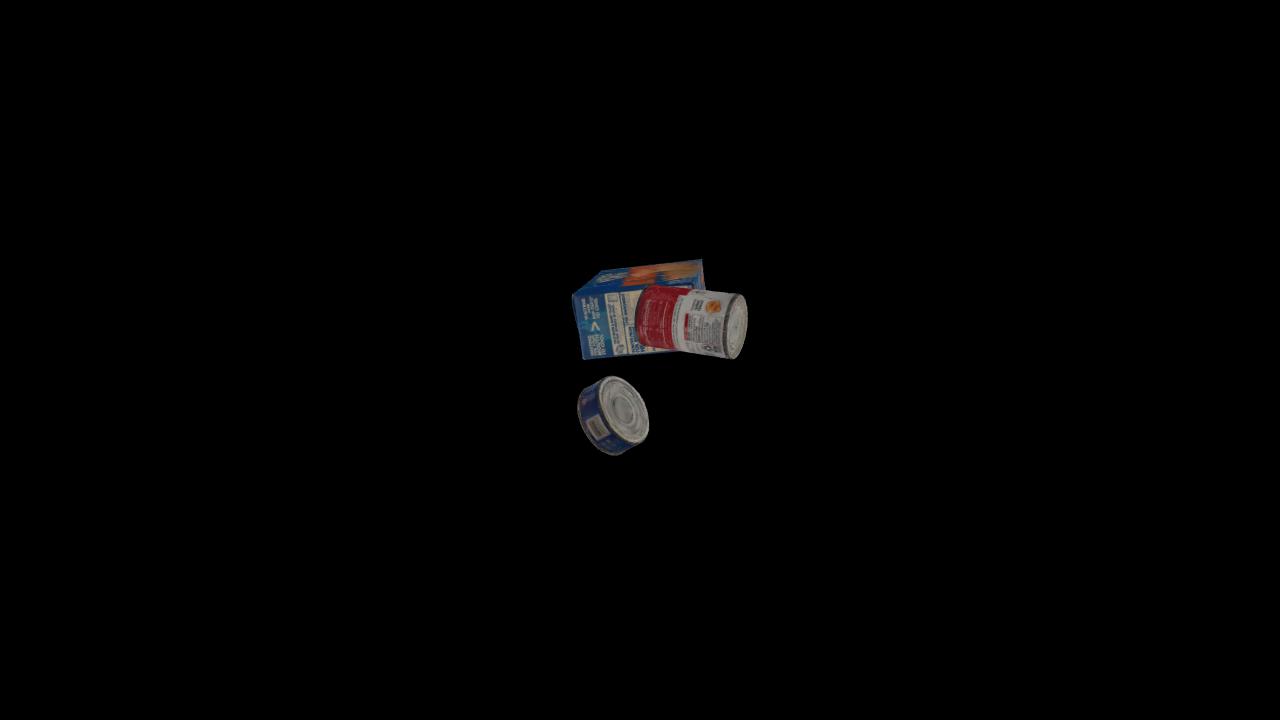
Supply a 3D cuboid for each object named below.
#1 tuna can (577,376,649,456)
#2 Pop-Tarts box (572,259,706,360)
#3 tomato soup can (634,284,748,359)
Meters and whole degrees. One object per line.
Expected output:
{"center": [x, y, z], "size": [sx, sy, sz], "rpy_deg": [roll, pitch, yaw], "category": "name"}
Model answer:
{"center": [-0.028, 0.060, 0.678], "size": [0.034, 0.084, 0.084], "rpy_deg": [-31, -17, 31], "category": "tuna can"}
{"center": [0.008, -0.067, 0.761], "size": [0.141, 0.083, 0.167], "rpy_deg": [-5, 16, 11], "category": "Pop-Tarts box"}
{"center": [0.053, -0.040, 0.632], "size": [0.101, 0.068, 0.068], "rpy_deg": [9, 4, 26], "category": "tomato soup can"}
